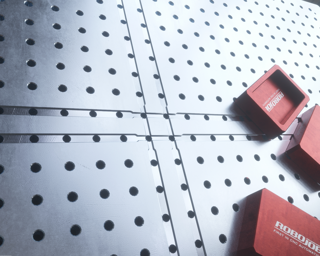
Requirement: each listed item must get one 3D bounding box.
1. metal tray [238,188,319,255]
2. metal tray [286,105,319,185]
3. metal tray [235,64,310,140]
[{"bbox_3d":[0.170,0.149,0.405,0.130,0.030,0.090,31,52,-8],"label":"metal tray"},{"bbox_3d":[0.279,0.028,0.536,0.090,0.030,0.131,43,51,1],"label":"metal tray"},{"bbox_3d":[0.199,-0.049,0.540,0.090,0.030,0.131,48,51,5],"label":"metal tray"}]
